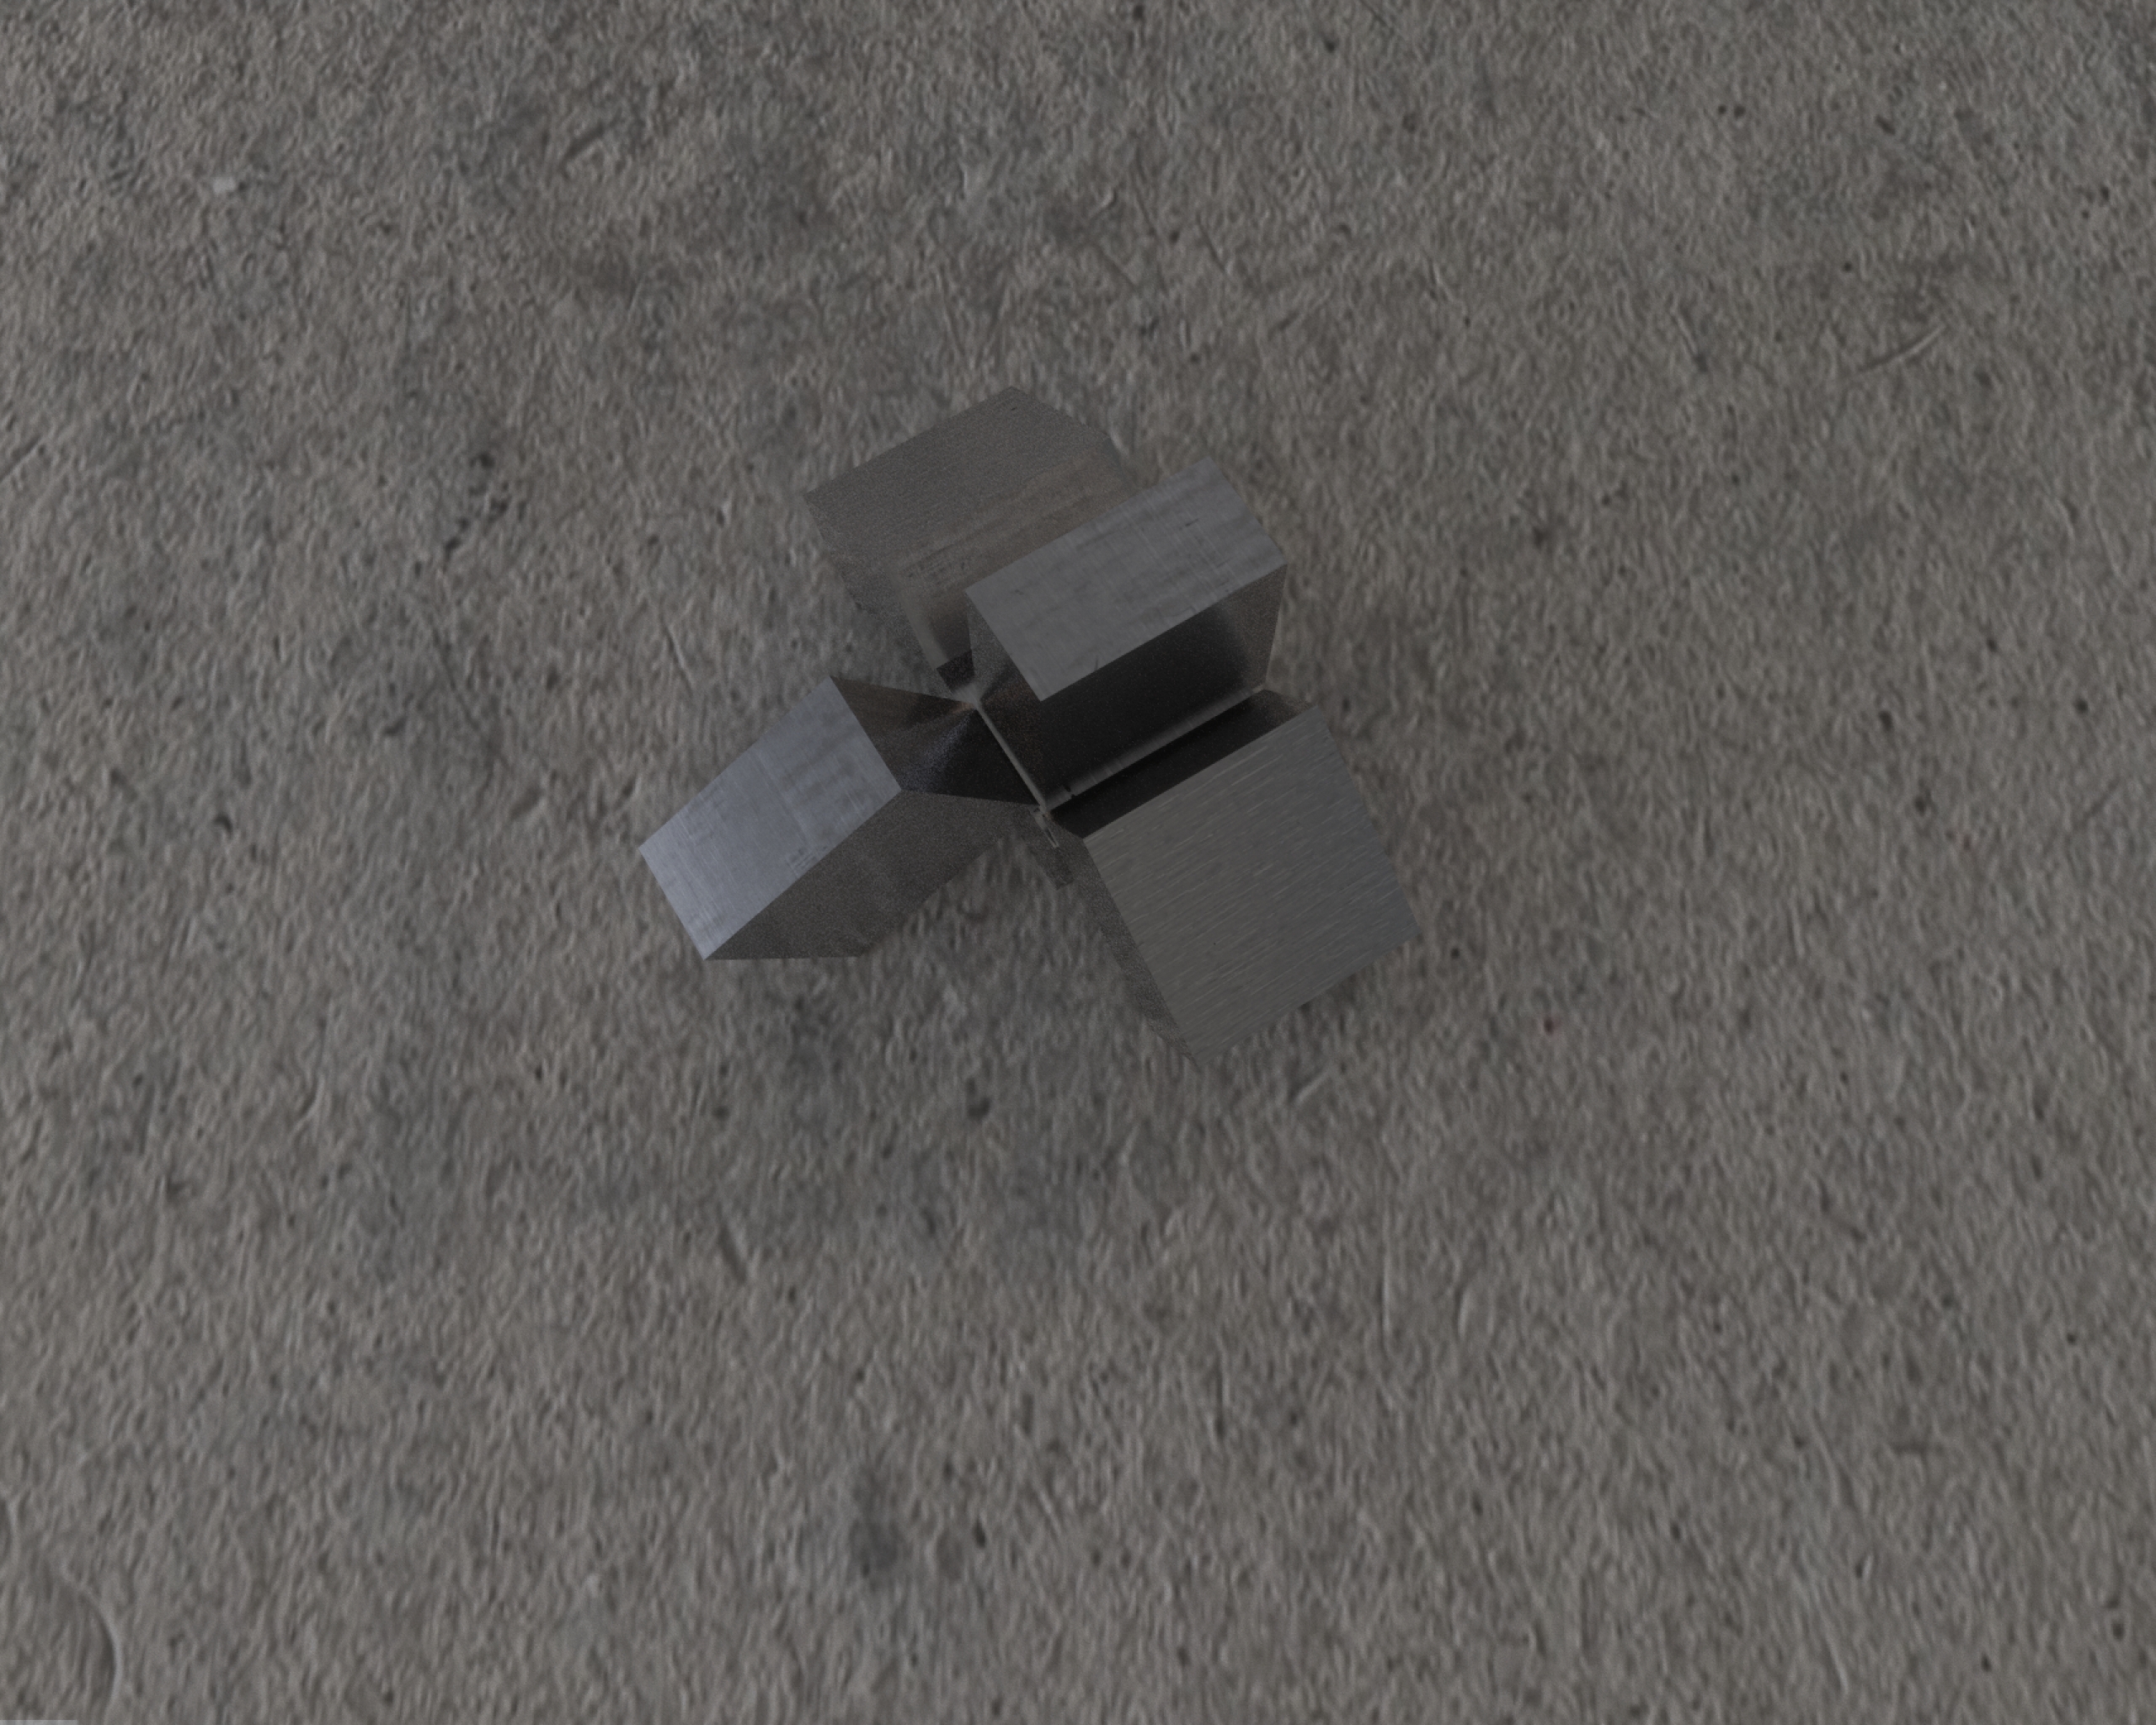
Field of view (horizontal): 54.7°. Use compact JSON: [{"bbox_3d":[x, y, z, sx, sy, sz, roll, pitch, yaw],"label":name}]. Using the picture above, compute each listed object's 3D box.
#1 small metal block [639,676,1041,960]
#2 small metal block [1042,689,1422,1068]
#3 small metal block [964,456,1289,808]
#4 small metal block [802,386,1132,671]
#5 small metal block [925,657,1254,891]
[{"bbox_3d":[-0.043,-0.007,0.387,0.050,0.050,0.025,-39,72,20],"label":"small metal block"},{"bbox_3d":[0.029,0.002,0.394,0.050,0.025,0.050,-30,109,-11],"label":"small metal block"},{"bbox_3d":[0.009,-0.041,0.383,0.050,0.050,0.025,-30,73,-10],"label":"small metal block"},{"bbox_3d":[-0.021,-0.068,0.419,0.050,0.025,0.050,-30,32,-11],"label":"small metal block"},{"bbox_3d":[0.004,-0.031,0.419,0.050,0.025,0.050,-30,73,-11],"label":"small metal block"}]
